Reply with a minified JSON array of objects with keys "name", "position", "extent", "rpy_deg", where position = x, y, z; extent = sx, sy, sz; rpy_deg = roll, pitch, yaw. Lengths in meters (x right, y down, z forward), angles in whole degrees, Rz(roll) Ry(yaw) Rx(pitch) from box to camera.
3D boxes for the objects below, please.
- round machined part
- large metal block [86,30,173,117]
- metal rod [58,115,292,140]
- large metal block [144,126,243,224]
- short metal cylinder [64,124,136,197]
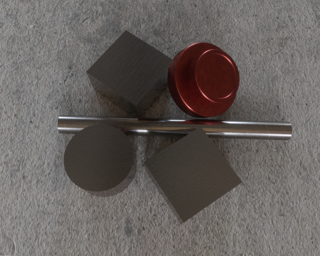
[{"name":"round machined part","position":[0.063,-0.063,0.399],"extent":[0.099,0.042,0.097],"rpy_deg":[2,85,-27]},{"name":"large metal block","position":[-0.037,-0.071,0.419],"extent":[0.080,0.050,0.080],"rpy_deg":[35,73,11]},{"name":"metal rod","position":[0.019,0.000,0.411],"extent":[0.302,0.025,0.025],"rpy_deg":[2,70,0]},{"name":"large metal block","position":[0.037,0.058,0.375],"extent":[0.080,0.050,0.080],"rpy_deg":[-32,73,-11]},{"name":"short metal cylinder","position":[-0.070,0.041,0.380],"extent":[0.081,0.050,0.080],"rpy_deg":[0,70,0]}]
